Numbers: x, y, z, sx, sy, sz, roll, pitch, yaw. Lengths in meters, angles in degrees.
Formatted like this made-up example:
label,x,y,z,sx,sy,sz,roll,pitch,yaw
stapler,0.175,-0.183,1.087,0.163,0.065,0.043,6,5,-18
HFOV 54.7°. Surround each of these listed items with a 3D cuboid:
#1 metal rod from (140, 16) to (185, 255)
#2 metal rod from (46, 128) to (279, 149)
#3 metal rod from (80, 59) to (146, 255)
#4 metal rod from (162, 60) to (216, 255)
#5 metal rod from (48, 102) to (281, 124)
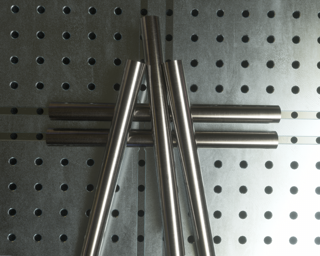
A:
label,x,y,z,sx,sy,sz,roll,pitch,yaw
metal rod,0.003,0.012,0.389,0.025,0.025,0.298,-6,90,0
metal rod,0.003,0.014,0.414,0.302,0.025,0.025,1,90,-1
metal rod,-0.066,0.063,0.394,0.025,0.025,0.298,14,97,-1
metal rod,0.042,0.065,0.395,0.025,0.025,0.298,-11,97,0
metal rod,0.007,-0.020,0.414,0.302,0.025,0.025,1,90,-1
